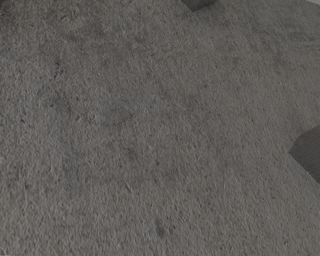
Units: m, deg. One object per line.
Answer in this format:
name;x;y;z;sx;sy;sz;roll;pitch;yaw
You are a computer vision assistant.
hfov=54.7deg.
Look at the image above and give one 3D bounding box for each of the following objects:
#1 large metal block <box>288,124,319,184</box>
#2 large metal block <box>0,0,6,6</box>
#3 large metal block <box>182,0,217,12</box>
large metal block;0.270;0.038;0.490;0.080;0.080;0.050;47;51;4
large metal block;-0.238;-0.175;0.366;0.080;0.050;0.080;26;53;-12
large metal block;0.072;-0.280;0.597;0.080;0.050;0.081;49;51;6
